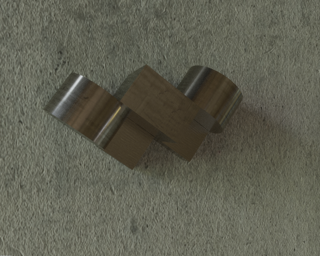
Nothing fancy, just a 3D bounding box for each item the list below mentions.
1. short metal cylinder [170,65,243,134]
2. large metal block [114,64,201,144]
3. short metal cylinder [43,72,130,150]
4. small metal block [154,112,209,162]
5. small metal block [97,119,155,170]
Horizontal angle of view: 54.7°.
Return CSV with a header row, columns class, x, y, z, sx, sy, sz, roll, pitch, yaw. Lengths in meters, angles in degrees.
class,x,y,z,sx,sy,sz,roll,pitch,yaw
short metal cylinder,0.059,-0.036,0.403,0.080,0.080,0.050,37,78,-17
large metal block,-0.011,-0.026,0.378,0.080,0.080,0.050,37,78,-17
short metal cylinder,-0.082,-0.018,0.351,0.080,0.080,0.050,37,78,-17
small metal block,0.030,0.011,0.422,0.050,0.025,0.050,37,78,-17
small metal block,-0.044,0.018,0.395,0.050,0.025,0.050,37,78,-17
